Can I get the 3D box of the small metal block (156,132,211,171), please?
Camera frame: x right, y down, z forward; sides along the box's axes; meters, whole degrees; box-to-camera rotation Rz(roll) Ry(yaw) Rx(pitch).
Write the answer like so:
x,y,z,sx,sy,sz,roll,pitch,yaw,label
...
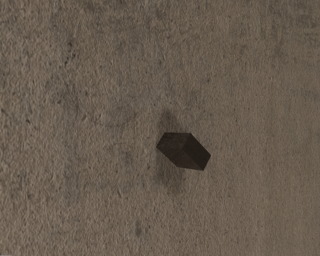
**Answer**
x,y,z,sx,sy,sz,roll,pitch,yaw,label
0.032,0.031,0.417,0.050,0.050,0.025,46,63,-31,small metal block
